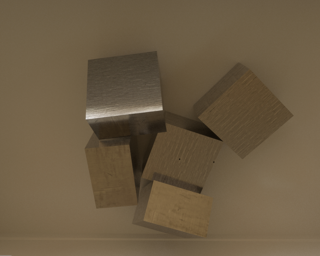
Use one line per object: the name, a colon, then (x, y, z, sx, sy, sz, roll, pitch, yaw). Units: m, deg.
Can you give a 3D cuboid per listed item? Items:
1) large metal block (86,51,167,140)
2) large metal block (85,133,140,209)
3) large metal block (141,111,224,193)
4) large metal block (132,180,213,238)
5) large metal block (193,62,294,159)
large metal block: (-0.038, -0.037, 0.360, 0.080, 0.080, 0.050, -7, 152, 3)
large metal block: (-0.056, 0.044, 0.396, 0.050, 0.080, 0.079, -5, 110, 1)
large metal block: (0.027, 0.031, 0.409, 0.080, 0.050, 0.079, 18, 109, -7)
large metal block: (0.014, 0.112, 0.415, 0.080, 0.080, 0.050, 18, 67, -9)
large metal block: (0.101, -0.022, 0.390, 0.080, 0.050, 0.080, 42, 104, -14)
